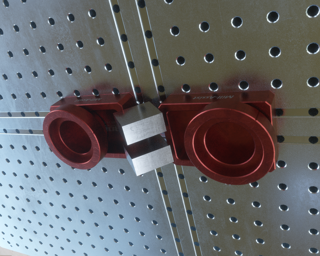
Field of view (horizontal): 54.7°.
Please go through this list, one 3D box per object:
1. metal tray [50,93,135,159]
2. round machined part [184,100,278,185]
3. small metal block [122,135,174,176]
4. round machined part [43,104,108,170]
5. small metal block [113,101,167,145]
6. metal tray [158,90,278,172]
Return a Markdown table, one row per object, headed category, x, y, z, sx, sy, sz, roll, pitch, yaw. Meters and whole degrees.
| category | x | y | z | sx | sy | sz | roll | pitch | yaw |
| --- | --- | --- | --- | --- | --- | --- | --- | --- | --- |
| metal tray | -0.090 | -0.001 | 0.456 | 0.130 | 0.030 | 0.089 | -1 | 120 | 28 |
| round machined part | 0.081 | 0.013 | 0.349 | 0.098 | 0.042 | 0.097 | 13 | 124 | 21 |
| small metal block | -0.017 | 0.032 | 0.404 | 0.050 | 0.050 | 0.025 | -135 | 28 | -61 |
| round machined part | -0.117 | 0.009 | 0.451 | 0.098 | 0.042 | 0.097 | 13 | 124 | 21 |
| small metal block | -0.026 | -0.008 | 0.386 | 0.050 | 0.050 | 0.025 | -135 | 28 | -61 |
| metal tray | 0.070 | 0.004 | 0.374 | 0.130 | 0.030 | 0.089 | 1 | 119 | 27 |
